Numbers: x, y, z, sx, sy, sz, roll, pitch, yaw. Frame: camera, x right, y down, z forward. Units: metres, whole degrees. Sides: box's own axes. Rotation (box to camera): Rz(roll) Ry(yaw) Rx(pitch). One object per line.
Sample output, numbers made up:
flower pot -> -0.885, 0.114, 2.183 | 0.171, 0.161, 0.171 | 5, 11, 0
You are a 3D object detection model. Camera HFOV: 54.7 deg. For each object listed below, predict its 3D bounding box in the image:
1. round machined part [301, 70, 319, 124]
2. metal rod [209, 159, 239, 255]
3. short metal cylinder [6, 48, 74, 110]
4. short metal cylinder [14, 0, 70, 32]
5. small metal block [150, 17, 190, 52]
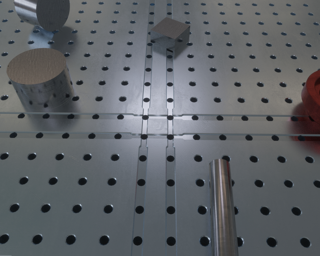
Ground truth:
round machined part -> 0.246, -0.035, 0.428 | 0.099, 0.042, 0.098 | 0, 50, 0
metal rod -> 0.058, 0.148, 0.261 | 0.025, 0.025, 0.300 | 4, 43, 3
short metal cylinder -> -0.172, -0.072, 0.450 | 0.080, 0.050, 0.080 | 0, 50, 0
short metal cylinder -> -0.209, -0.220, 0.555 | 0.050, 0.080, 0.080 | 24, 54, 19
small metal block -> 0.018, -0.166, 0.548 | 0.050, 0.025, 0.050 | 27, 55, 21
